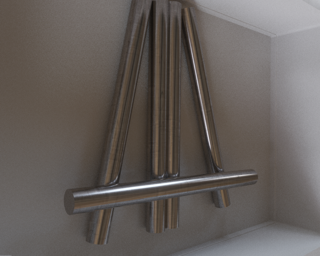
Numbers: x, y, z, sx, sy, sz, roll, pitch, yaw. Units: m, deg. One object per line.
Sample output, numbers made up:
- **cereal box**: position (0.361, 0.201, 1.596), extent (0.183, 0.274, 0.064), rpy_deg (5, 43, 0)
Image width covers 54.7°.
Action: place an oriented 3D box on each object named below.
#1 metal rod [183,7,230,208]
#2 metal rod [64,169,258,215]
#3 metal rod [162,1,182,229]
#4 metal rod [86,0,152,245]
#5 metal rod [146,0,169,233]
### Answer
- **metal rod**: position (0.067, -0.023, 0.461), extent (0.025, 0.025, 0.298), rpy_deg (-20, 103, -38)
- **metal rod**: position (0.029, 0.074, 0.395), extent (0.302, 0.025, 0.025), rpy_deg (2, 89, -40)
- **metal rod**: position (0.015, -0.017, 0.418), extent (0.025, 0.025, 0.298), rpy_deg (1, 89, -40)
- **metal rod**: position (-0.046, -0.019, 0.366), extent (0.025, 0.025, 0.299), rpy_deg (16, 80, -39)
- **metal rod**: position (-0.004, -0.017, 0.402), extent (0.025, 0.025, 0.298), rpy_deg (1, 89, -40)
